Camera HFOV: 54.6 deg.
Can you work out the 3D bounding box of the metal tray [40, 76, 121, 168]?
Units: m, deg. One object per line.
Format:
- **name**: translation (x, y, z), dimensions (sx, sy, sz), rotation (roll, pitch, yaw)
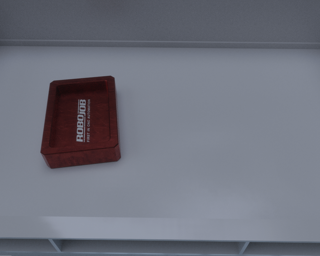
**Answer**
- **metal tray**: translation (-0.102, -0.013, 0.412), dimensions (0.091, 0.030, 0.130), rotation (-6, 50, -5)
